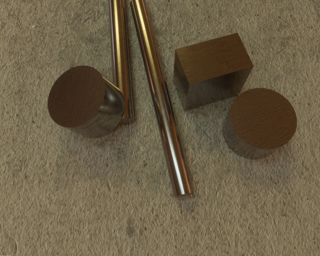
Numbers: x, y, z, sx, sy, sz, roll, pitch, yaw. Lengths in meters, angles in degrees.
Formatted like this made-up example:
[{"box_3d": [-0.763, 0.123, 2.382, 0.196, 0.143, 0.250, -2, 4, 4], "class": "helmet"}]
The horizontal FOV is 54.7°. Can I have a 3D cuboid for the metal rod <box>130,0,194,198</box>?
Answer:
[{"box_3d": [-0.002, -0.055, 0.428, 0.025, 0.025, 0.299, -12, 70, -4], "class": "metal rod"}]

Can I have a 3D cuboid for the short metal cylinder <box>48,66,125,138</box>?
[{"box_3d": [-0.092, -0.032, 0.392, 0.080, 0.050, 0.080, -6, 71, 19], "class": "short metal cylinder"}]

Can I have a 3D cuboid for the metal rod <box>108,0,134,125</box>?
[{"box_3d": [-0.062, -0.148, 0.461, 0.025, 0.025, 0.299, -6, 70, -2], "class": "metal rod"}]

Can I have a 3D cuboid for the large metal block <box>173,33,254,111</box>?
[{"box_3d": [0.064, -0.070, 0.405, 0.081, 0.080, 0.050, -17, 71, -6], "class": "large metal block"}]

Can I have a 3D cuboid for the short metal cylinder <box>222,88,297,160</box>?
[{"box_3d": [0.125, -0.004, 0.397, 0.081, 0.050, 0.080, 0, 70, 0], "class": "short metal cylinder"}]
